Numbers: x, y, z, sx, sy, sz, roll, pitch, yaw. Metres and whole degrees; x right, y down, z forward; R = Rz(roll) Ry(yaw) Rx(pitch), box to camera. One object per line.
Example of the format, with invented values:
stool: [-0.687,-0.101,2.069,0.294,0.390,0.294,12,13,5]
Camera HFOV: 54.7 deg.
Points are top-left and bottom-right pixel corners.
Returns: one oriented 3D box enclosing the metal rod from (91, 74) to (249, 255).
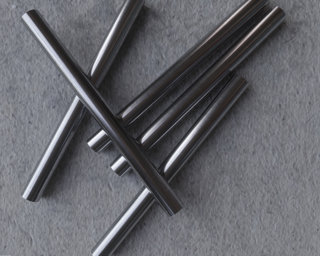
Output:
metal rod: [0.014,0.052,0.410,0.025,0.025,0.300,39,90,-1]

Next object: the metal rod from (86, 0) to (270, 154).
metal rod: [0.024,-0.074,0.410,0.300,0.025,0.025,-42,91,-1]

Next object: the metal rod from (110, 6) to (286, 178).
metal rod: [0.050,-0.048,0.410,0.300,0.025,0.025,-44,91,-1]

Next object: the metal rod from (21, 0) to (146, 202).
metal rod: [-0.100,-0.041,0.408,0.025,0.025,0.299,28,90,-1]

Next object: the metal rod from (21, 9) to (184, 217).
metal rod: [-0.070,-0.018,0.382,0.025,0.025,0.299,-37,90,0]
